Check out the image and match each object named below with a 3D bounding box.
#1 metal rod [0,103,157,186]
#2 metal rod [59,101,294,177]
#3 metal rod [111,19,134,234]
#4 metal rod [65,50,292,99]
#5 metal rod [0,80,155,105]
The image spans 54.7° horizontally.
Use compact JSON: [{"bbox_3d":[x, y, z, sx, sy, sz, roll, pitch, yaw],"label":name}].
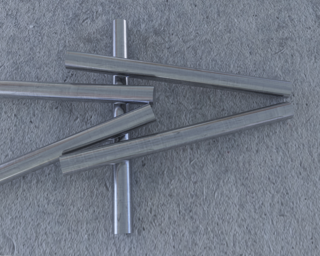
[{"bbox_3d":[-0.148,0.038,0.379,0.302,0.025,0.025,-22,72,-3],"label":"metal rod"},{"bbox_3d":[0.031,0.010,0.389,0.302,0.025,0.025,-13,71,-12],"label":"metal rod"},{"bbox_3d":[-0.052,-0.016,0.414,0.025,0.025,0.299,-3,70,-2],"label":"metal rod"},{"bbox_3d":[0.028,-0.071,0.418,0.302,0.025,0.025,7,70,-5],"label":"metal rod"},{"bbox_3d":[-0.157,-0.049,0.410,0.302,0.025,0.025,3,70,6],"label":"metal rod"}]
